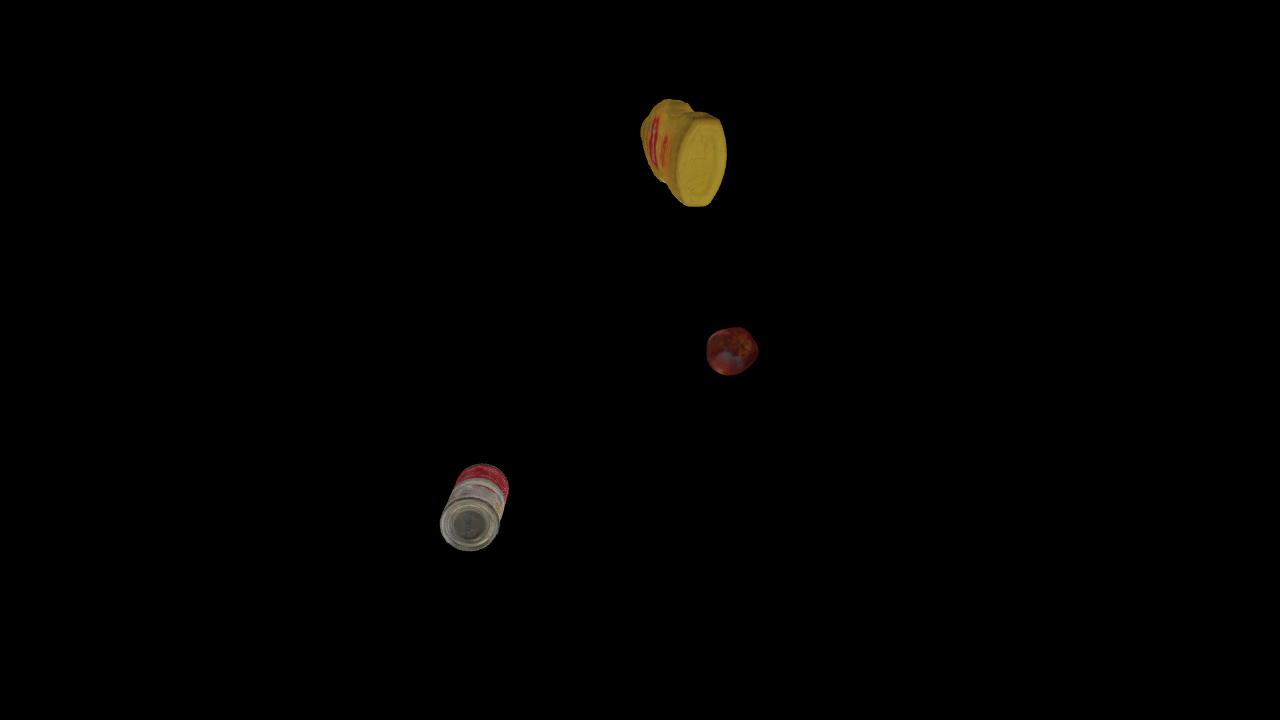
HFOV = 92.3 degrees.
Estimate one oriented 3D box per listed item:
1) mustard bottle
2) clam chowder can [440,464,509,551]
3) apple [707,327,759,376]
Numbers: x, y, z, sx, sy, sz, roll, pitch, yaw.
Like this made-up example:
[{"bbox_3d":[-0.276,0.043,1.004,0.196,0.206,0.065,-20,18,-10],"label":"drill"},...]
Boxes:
[{"bbox_3d":[0.039,-0.241,0.687,0.054,0.092,0.184,-9,34,-12],"label":"mustard bottle"},{"bbox_3d":[-0.196,0.174,0.736,0.068,0.068,0.102,0,12,-6],"label":"clam chowder can"},{"bbox_3d":[0.144,-0.014,0.958,0.079,0.079,0.093,0,-13,-13],"label":"apple"}]
